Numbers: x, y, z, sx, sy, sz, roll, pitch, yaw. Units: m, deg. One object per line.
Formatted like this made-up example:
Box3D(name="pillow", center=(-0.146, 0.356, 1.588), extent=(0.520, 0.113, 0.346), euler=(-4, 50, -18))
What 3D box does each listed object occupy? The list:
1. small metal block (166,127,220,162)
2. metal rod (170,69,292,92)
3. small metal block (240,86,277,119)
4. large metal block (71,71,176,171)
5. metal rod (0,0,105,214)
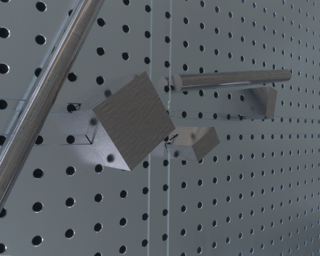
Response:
Box3D(name="small metal block", center=(0.046, 0.021, 0.432), extent=(0.050, 0.050, 0.025), euler=(-36, 112, -34))
Box3D(name="metal rod", center=(0.137, -0.084, 0.523), extent=(0.302, 0.025, 0.025), euler=(-11, 97, -39))
Box3D(name="small metal block", center=(0.171, -0.042, 0.536), extent=(0.025, 0.050, 0.050), euler=(18, 79, -39))
Box3D(name="large metal block", center=(-0.040, -0.009, 0.360), extent=(0.080, 0.050, 0.080), euler=(-43, 116, -32))
Box3D(name="metal rod", center=(-0.123, -0.016, 0.306), extent=(0.025, 0.025, 0.299), euler=(32, 70, -36))
